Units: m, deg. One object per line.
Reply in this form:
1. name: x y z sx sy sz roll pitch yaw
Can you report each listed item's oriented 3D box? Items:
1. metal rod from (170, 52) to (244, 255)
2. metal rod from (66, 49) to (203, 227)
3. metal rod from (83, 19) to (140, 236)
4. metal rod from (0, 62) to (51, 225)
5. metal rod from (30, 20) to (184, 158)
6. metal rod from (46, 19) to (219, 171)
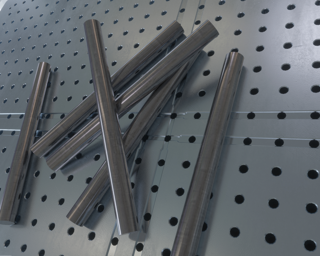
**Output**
1. metal rod: 0.055 0.038 0.356 0.025 0.025 0.300 5 64 30
2. metal rod: -0.027 -0.003 0.425 0.025 0.025 0.300 25 75 37
3. metal rod: -0.068 -0.016 0.407 0.025 0.025 0.299 -20 69 17
4. metal rod: -0.222 0.008 0.521 0.025 0.025 0.300 -14 56 21
5. metal rod: -0.082 -0.062 0.490 0.300 0.025 0.025 -42 51 -1
6. metal rod: -0.045 -0.038 0.432 0.300 0.025 0.025 -39 51 11
